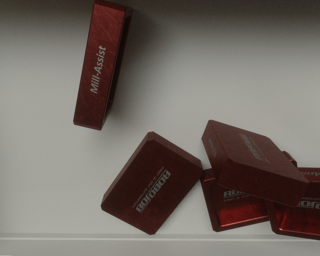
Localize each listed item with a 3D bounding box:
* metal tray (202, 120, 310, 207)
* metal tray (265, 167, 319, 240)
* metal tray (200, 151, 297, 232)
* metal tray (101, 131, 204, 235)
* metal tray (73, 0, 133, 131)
[{"bbox_3d":[0.105,0.035,0.370,0.091,0.130,0.030,17,109,-7],"label":"metal tray"},{"bbox_3d":[0.200,0.094,0.378,0.130,0.030,0.089,-4,114,36],"label":"metal tray"},{"bbox_3d":[0.130,0.092,0.444,0.131,0.030,0.089,-14,110,4],"label":"metal tray"},{"bbox_3d":[-0.012,0.080,0.438,0.090,0.030,0.129,32,107,-12],"label":"metal tray"},{"bbox_3d":[-0.062,-0.073,0.348,0.030,0.090,0.129,14,110,-5],"label":"metal tray"}]
